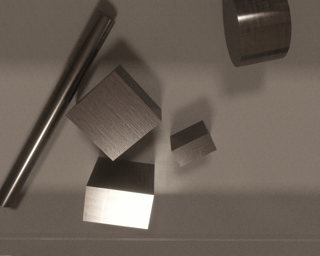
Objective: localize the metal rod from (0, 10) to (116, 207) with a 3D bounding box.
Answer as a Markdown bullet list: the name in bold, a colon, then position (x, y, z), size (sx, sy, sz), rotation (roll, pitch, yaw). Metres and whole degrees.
- **metal rod**: position (-0.144, -0.013, 0.404), size (0.025, 0.025, 0.299), rotation (31, 107, -11)

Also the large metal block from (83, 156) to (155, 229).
- **large metal block**: position (-0.051, 0.083, 0.412), size (0.081, 0.080, 0.050), rotation (9, 110, -4)

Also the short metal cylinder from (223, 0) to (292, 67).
- **short metal cylinder**: position (0.104, -0.112, 0.342), size (0.050, 0.080, 0.079), rotation (-11, 110, 3)

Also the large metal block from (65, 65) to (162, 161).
- **large metal block**: position (-0.055, -0.020, 0.390), size (0.080, 0.050, 0.080), rotation (-39, 106, 13)

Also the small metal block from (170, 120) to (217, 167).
- **small metal block**: position (0.042, 0.019, 0.406), size (0.050, 0.050, 0.025), rotation (-27, 108, 9)
